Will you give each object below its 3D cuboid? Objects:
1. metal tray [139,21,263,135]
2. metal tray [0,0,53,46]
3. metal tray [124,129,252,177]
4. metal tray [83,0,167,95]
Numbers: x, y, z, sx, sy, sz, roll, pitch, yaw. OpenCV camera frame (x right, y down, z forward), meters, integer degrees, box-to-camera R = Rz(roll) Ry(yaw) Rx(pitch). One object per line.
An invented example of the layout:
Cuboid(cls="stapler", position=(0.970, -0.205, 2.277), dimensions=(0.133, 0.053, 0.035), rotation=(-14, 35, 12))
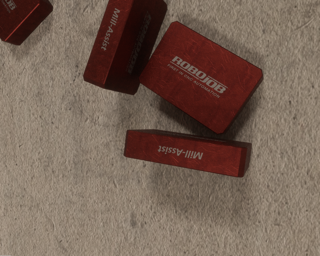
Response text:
Cuboid(cls="metal tray", position=(0.049, -0.063, 0.388), dimensions=(0.130, 0.030, 0.090), rotation=(35, 101, 16))
Cuboid(cls="metal tray", position=(-0.239, -0.208, 0.488), dimensions=(0.090, 0.030, 0.130), rotation=(-39, 78, 15))
Cuboid(cls="metal tray", position=(0.036, 0.025, 0.361), dimensions=(0.130, 0.090, 0.030), rotation=(8, 93, 19))
Cuboid(cls="metal tray", position=(-0.040, -0.110, 0.387), dimensions=(0.030, 0.090, 0.129), rotation=(23, 98, 18))
